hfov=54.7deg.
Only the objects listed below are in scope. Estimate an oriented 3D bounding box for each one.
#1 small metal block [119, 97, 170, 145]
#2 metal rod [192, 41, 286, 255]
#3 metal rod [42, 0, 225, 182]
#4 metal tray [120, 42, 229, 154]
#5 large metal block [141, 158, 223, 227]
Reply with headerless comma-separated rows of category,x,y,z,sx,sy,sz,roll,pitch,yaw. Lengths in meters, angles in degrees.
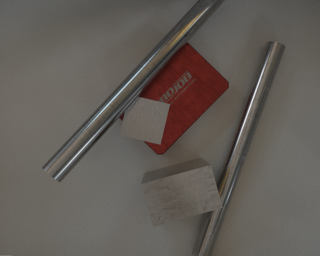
small metal block,-0.018,-0.010,0.381,0.050,0.025,0.050,13,90,0
metal rod,0.105,0.030,0.412,0.025,0.025,0.299,20,90,-1
metal rod,-0.020,-0.062,0.362,0.025,0.025,0.300,41,76,0
metal tray,0.014,-0.040,0.409,0.090,0.030,0.130,44,90,-1
large metal block,0.024,0.075,0.384,0.080,0.080,0.050,-15,90,0
